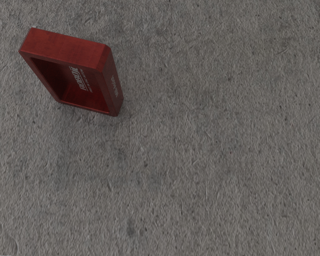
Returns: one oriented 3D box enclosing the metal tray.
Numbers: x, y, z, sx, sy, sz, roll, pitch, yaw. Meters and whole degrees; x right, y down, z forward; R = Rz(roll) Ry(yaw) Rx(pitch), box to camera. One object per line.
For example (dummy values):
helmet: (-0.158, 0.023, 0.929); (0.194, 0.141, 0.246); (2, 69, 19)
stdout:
metal tray: (-0.098, -0.060, 0.374); (0.090, 0.130, 0.030); (14, 71, 5)
